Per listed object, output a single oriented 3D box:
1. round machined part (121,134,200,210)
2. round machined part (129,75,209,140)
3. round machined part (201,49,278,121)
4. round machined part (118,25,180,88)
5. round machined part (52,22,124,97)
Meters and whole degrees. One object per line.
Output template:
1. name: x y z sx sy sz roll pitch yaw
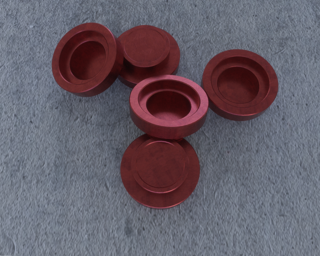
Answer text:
1. round machined part: 0.000 0.049 0.382 0.099 0.042 0.098 0 70 -1
2. round machined part: 0.011 -0.022 0.397 0.099 0.042 0.098 2 47 -2
3. round machined part: 0.105 -0.054 0.421 0.099 0.042 0.098 0 70 -1
4. round machined part: -0.020 -0.105 0.438 0.099 0.042 0.098 0 70 -1
5. round machined part: -0.093 -0.088 0.420 0.098 0.042 0.098 -5 76 20
